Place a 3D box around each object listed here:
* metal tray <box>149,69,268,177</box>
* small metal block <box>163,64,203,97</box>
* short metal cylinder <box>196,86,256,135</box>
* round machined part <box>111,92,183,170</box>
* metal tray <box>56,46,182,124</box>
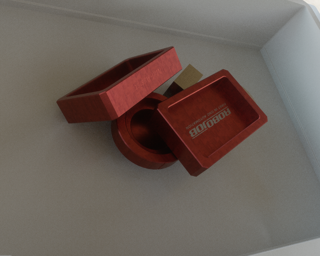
[{"bbox_3d":[0.063,-0.011,0.382,0.131,0.030,0.090,-31,78,-34],"label":"metal tray"},{"bbox_3d":[0.029,-0.056,0.438,0.025,0.050,0.050,40,49,-2],"label":"small metal block"},{"bbox_3d":[0.096,-0.023,0.455,0.081,0.050,0.080,14,56,-21],"label":"short metal cylinder"},{"bbox_3d":[-0.014,0.006,0.384,0.099,0.042,0.098,14,56,-21],"label":"round machined part"},{"bbox_3d":[-0.045,-0.052,0.369,0.131,0.090,0.030,-43,119,-40],"label":"metal tray"}]
